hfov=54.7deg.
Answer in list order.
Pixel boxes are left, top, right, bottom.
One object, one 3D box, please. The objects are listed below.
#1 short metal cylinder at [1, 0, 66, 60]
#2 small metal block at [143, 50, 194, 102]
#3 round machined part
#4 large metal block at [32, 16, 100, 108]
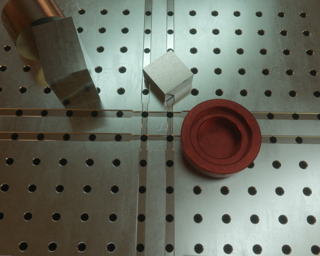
[{"bbox_3d":[-0.170,-0.141,0.433,0.080,0.080,0.050,-31,73,-11],"label":"short metal cylinder"},{"bbox_3d":[0.011,-0.074,0.439,0.050,0.025,0.050,-36,74,-12],"label":"small metal block"},{"bbox_3d":[0.075,0.015,0.398,0.099,0.042,0.098,0,70,0],"label":"round machined part"},{"bbox_3d":[-0.122,-0.085,0.412,0.050,0.080,0.080,-18,71,-6],"label":"large metal block"}]
